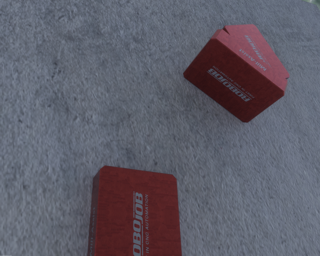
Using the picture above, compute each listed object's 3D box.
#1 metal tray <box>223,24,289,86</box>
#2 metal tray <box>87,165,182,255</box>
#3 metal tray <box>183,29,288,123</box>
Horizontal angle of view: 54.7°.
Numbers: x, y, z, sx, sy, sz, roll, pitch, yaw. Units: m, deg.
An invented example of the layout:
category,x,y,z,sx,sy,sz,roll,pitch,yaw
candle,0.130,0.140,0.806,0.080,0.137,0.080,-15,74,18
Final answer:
category,x,y,z,sx,sy,sz,roll,pitch,yaw
metal tray,0.173,-0.134,0.578,0.091,0.030,0.130,-16,70,-35
metal tray,-0.025,0.109,0.322,0.091,0.030,0.130,11,57,-23
metal tray,0.111,-0.075,0.469,0.130,0.090,0.030,37,51,-4
